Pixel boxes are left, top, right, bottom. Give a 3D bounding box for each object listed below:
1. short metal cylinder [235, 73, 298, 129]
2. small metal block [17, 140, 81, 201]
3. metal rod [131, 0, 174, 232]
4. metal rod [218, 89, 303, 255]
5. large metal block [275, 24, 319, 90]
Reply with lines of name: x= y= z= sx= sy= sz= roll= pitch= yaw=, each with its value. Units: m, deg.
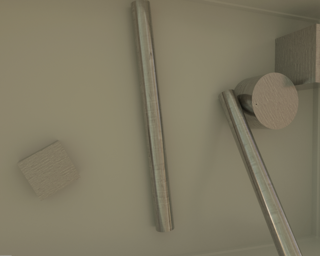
short metal cylinder: x=0.153 y=-0.038 z=0.456 sx=0.081 sy=0.050 sz=0.079 roll=0 pitch=90 yaw=-21
small metal block: x=-0.129 y=0.048 z=0.363 sx=0.050 sy=0.025 sz=0.050 roll=-31 pitch=101 yaw=-18
metal rod: x=-0.009 y=-0.014 z=0.408 sx=0.025 sy=0.025 sz=0.298 roll=-7 pitch=93 yaw=-20
metal rod: x=0.133 y=0.083 z=0.390 sx=0.025 sy=0.025 sz=0.299 roll=-6 pitch=64 yaw=-20
large metal block: x=0.221 y=-0.101 z=0.465 sx=0.050 sy=0.080 sz=0.079 roll=1 pitch=90 yaw=-20
